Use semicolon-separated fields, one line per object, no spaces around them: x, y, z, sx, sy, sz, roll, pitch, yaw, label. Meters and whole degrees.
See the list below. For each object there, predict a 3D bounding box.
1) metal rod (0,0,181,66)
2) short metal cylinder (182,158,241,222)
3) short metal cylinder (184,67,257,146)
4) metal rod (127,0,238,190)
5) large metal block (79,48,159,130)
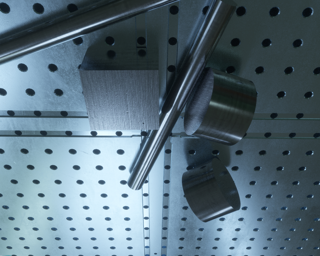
-0.040;-0.120;0.309;0.301;0.025;0.025;-15;129;12;metal rod
0.075;0.091;0.453;0.050;0.080;0.080;-29;124;22;short metal cylinder
0.066;-0.024;0.356;0.050;0.080;0.079;15;128;-13;short metal cylinder
0.013;-0.019;0.395;0.025;0.025;0.298;16;128;-13;metal rod
-0.041;-0.044;0.357;0.081;0.050;0.079;0;130;0;large metal block
